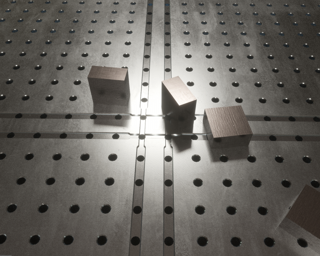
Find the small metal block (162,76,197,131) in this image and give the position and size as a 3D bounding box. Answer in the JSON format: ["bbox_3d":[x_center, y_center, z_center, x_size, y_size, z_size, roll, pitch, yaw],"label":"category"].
[{"bbox_3d":[0.024,-0.033,0.420,0.025,0.050,0.050,-20,53,-16],"label":"small metal block"}]

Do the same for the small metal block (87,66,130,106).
[{"bbox_3d":[-0.071,-0.059,0.440,0.050,0.050,0.025,5,50,4],"label":"small metal block"}]

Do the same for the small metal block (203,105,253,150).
[{"bbox_3d":[0.088,-0.001,0.410,0.050,0.025,0.050,-6,50,-5],"label":"small metal block"}]

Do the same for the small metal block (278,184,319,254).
[{"bbox_3d":[0.164,0.097,0.329,0.050,0.025,0.050,33,57,24],"label":"small metal block"}]
